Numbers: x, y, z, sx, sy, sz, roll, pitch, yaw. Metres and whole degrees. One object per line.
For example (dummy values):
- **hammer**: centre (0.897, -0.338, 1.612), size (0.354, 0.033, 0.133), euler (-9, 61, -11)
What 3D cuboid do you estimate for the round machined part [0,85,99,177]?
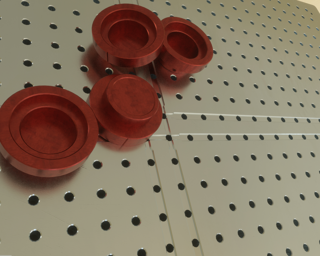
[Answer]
- **round machined part**: centre (-0.119, 0.006, 0.330), size (0.099, 0.042, 0.098), euler (14, 56, -21)

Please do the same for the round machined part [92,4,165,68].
- **round machined part**: centre (-0.045, -0.125, 0.438), size (0.099, 0.042, 0.098), euler (3, 64, -6)

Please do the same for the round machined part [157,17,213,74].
- **round machined part**: centre (0.032, -0.126, 0.493), size (0.099, 0.042, 0.098), euler (14, 56, -21)

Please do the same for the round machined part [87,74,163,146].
- **round machined part**: centre (-0.041, -0.030, 0.395), size (0.099, 0.042, 0.098), euler (14, 56, -21)
